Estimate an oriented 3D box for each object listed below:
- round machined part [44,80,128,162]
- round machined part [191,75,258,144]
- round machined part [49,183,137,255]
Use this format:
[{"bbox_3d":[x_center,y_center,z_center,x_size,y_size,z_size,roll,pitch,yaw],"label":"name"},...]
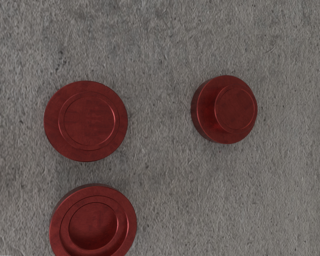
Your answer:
[{"bbox_3d":[-0.086,-0.008,0.368,0.099,0.042,0.097,0,90,-20],"label":"round machined part"},{"bbox_3d":[0.096,-0.026,0.435,0.099,0.042,0.097,0,90,-20],"label":"round machined part"},{"bbox_3d":[-0.080,0.114,0.370,0.099,0.042,0.097,0,90,-20],"label":"round machined part"}]
